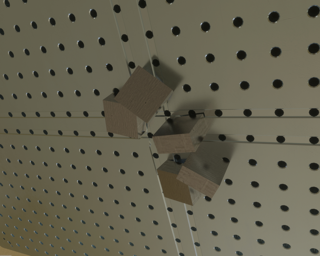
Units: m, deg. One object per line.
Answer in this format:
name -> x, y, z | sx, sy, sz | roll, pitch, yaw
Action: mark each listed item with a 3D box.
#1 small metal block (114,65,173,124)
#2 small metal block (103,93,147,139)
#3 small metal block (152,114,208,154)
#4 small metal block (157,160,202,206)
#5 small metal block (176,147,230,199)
small metal block -> -0.019, -0.040, 0.381 | 0.050, 0.025, 0.050 | 37, 93, 3
small metal block -> -0.048, -0.017, 0.427 | 0.050, 0.025, 0.050 | 12, 124, 21
small metal block -> 0.026, 0.007, 0.386 | 0.050, 0.050, 0.025 | -6, 115, 31
small metal block -> 0.028, 0.077, 0.438 | 0.050, 0.025, 0.050 | 8, 123, 39
small metal block -> 0.056, 0.055, 0.400 | 0.050, 0.050, 0.025 | 28, 127, 10
